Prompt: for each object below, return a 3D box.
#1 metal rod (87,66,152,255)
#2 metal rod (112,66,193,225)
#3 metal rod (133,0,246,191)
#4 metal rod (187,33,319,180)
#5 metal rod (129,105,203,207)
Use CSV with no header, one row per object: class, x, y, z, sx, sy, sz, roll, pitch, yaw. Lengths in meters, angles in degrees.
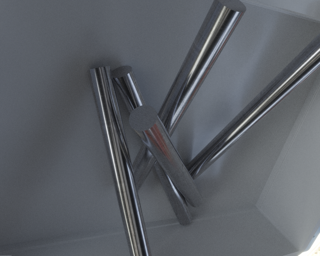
metal rod,-0.038,0.079,0.361,0.025,0.025,0.298,-15,100,-21
metal rod,0.000,0.046,0.438,0.025,0.025,0.299,-29,129,-10
metal rod,0.004,-0.002,0.339,0.025,0.025,0.298,-3,143,-27
metal rod,0.114,-0.017,0.382,0.025,0.025,0.298,4,142,-31
metal rod,0.023,0.056,0.391,0.025,0.025,0.300,-37,150,-4
